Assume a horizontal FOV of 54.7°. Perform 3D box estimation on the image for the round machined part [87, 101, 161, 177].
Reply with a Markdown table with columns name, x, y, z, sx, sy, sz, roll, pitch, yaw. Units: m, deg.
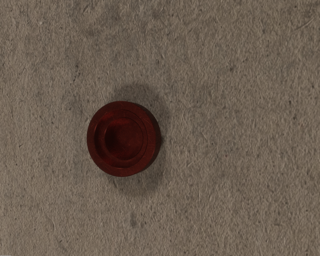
| name | x | y | z | sx | sy | sz | roll | pitch | yaw |
| --- | --- | --- | --- | --- | --- | --- | --- | --- | --- |
| round machined part | -0.044 | 0.014 | 0.415 | 0.098 | 0.042 | 0.097 | 0 | 90 | 19 |
